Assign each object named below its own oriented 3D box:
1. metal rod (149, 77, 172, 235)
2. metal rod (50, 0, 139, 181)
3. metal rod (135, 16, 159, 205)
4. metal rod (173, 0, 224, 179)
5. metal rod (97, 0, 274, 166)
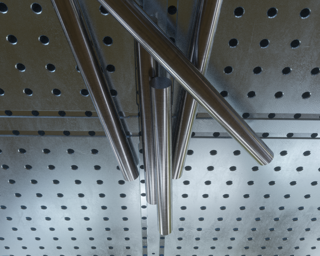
[{"bbox_3d":[0.005,0.062,0.438,0.025,0.025,0.298,-2,131,1],"label":"metal rod"},{"bbox_3d":[-0.072,-0.040,0.376,0.025,0.025,0.298,-9,130,7],"label":"metal rod"},{"bbox_3d":[-0.013,0.003,0.413,0.025,0.025,0.298,-1,130,0],"label":"metal rod"},{"bbox_3d":[0.038,-0.044,0.374,0.025,0.025,0.298,4,130,-4],"label":"metal rod"},{"bbox_3d":[0.041,-0.046,0.338,0.025,0.025,0.301,-34,123,25],"label":"metal rod"}]
